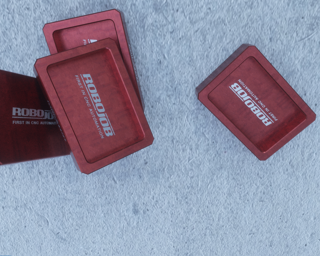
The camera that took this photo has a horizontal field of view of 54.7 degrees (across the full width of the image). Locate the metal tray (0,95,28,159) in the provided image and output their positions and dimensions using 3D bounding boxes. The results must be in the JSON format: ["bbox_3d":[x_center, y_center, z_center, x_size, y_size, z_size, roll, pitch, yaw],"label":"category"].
[{"bbox_3d":[-0.222,-0.007,0.402,0.131,0.030,0.089,2,110,-1],"label":"metal tray"}]

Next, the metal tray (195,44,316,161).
[{"bbox_3d":[0.121,-0.031,0.396,0.130,0.030,0.090,43,104,-14],"label":"metal tray"}]

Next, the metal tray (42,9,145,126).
[{"bbox_3d":[-0.076,-0.070,0.380,0.090,0.030,0.129,-11,110,4],"label":"metal tray"}]

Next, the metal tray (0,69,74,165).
[{"bbox_3d":[-0.143,-0.009,0.334,0.030,0.130,0.090,-12,87,16],"label":"metal tray"}]

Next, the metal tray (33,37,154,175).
[{"bbox_3d":[-0.072,-0.025,0.348,0.091,0.030,0.129,-25,99,-22],"label":"metal tray"}]
